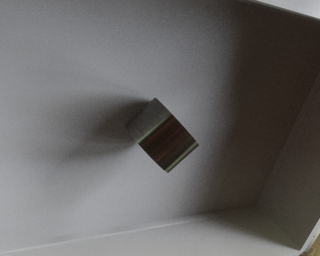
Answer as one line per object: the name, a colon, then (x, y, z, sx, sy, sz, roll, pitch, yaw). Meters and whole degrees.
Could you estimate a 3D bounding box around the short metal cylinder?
short metal cylinder: (0.002, 0.009, 0.381, 0.050, 0.080, 0.080, -42, 130, 1)
